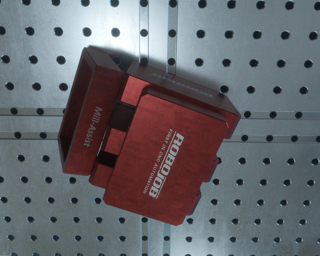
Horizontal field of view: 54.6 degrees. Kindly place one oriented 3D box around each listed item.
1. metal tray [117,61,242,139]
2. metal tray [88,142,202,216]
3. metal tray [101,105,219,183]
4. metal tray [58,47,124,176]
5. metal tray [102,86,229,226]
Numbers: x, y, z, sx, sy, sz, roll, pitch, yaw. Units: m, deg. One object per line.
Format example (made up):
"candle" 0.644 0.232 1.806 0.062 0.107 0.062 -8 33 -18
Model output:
"metal tray" 0.021 -0.036 0.364 0.131 0.090 0.030 20 109 -7
"metal tray" -0.017 0.057 0.399 0.131 0.090 0.030 20 109 -8
"metal tray" 0.000 0.016 0.383 0.131 0.090 0.030 18 108 -8
"metal tray" -0.087 -0.021 0.367 0.030 0.090 0.129 12 111 -28
"metal tray" 0.003 0.032 0.326 0.090 0.030 0.129 20 109 -7
